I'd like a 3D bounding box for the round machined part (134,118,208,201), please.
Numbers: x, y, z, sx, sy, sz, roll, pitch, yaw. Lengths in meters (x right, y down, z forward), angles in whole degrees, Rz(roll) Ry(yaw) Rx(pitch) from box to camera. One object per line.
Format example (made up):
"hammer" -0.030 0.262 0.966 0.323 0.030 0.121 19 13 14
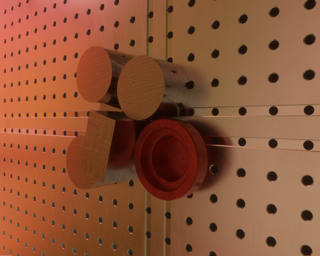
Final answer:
"round machined part" 0.018 0.037 0.384 0.098 0.042 0.097 0 90 40

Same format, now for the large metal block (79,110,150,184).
"large metal block" -0.053 0.022 0.413 0.050 0.081 0.079 20 103 38

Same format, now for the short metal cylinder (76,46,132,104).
"short metal cylinder" -0.079 -0.076 0.458 0.080 0.050 0.080 0 90 40

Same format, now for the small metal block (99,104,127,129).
"small metal block" -0.068 -0.008 0.465 0.050 0.025 0.050 19 102 38

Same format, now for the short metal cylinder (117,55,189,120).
"short metal cylinder" -0.009 -0.050 0.401 0.080 0.050 0.080 0 90 40

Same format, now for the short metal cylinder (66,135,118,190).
"short metal cylinder" -0.099 0.051 0.475 0.080 0.050 0.080 0 90 40
